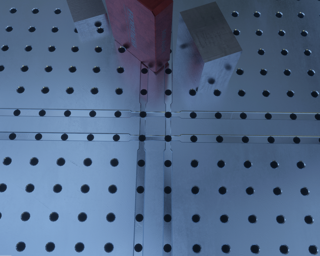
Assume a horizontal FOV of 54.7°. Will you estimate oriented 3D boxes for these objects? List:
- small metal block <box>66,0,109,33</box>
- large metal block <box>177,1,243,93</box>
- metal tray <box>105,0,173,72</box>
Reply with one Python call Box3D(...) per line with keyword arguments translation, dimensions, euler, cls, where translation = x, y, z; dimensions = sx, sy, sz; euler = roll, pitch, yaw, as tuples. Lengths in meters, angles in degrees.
Box3D(translation=(-0.111, -0.180, 0.476), dimensions=(0.050, 0.025, 0.050), euler=(-19, 71, -7), cls="small metal block")
Box3D(translation=(0.063, -0.108, 0.423), dimensions=(0.050, 0.080, 0.080), euler=(-20, 72, -7), cls="large metal block")
Box3D(translation=(-0.028, -0.140, 0.407), dimensions=(0.090, 0.130, 0.030), euler=(42, 75, 13), cls="metal tray")
